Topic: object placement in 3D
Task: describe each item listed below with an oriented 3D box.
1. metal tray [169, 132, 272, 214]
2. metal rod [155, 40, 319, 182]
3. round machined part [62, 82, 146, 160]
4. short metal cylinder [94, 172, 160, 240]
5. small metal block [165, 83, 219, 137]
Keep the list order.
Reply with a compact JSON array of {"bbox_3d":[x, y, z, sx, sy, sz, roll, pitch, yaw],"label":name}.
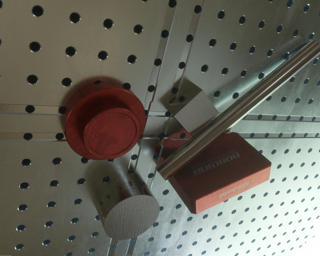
[{"bbox_3d":[0.082,0.060,0.452,0.131,0.090,0.030,-20,129,-17],"label":"metal tray"},{"bbox_3d":[0.117,-0.029,0.444,0.301,0.025,0.025,-39,130,-8],"label":"metal rod"},{"bbox_3d":[-0.062,-0.002,0.366,0.099,0.042,0.097,-14,125,-21],"label":"round machined part"},{"bbox_3d":[-0.047,0.110,0.439,0.081,0.050,0.079,-14,125,-21],"label":"short metal cylinder"},{"bbox_3d":[0.045,-0.024,0.423,0.050,0.025,0.050,-43,130,1],"label":"small metal block"}]
